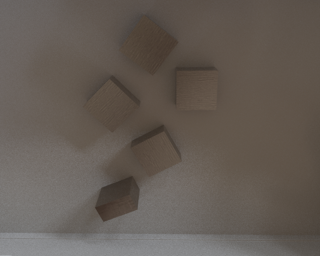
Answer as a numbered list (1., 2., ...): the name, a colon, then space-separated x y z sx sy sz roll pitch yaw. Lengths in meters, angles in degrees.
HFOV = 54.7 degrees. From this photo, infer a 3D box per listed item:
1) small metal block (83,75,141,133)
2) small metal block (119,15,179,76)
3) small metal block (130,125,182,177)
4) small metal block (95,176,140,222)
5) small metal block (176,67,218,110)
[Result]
1. small metal block: -0.061 -0.031 0.399 0.050 0.025 0.050 -43 105 14
2. small metal block: -0.013 -0.100 0.374 0.050 0.025 0.050 35 106 -12
3. small metal block: -0.005 0.031 0.423 0.050 0.025 0.050 -27 108 9
4. small metal block: -0.058 0.098 0.434 0.050 0.050 0.025 -22 109 7
5. small metal block: 0.045 -0.050 0.393 0.050 0.025 0.050 -1 110 0
